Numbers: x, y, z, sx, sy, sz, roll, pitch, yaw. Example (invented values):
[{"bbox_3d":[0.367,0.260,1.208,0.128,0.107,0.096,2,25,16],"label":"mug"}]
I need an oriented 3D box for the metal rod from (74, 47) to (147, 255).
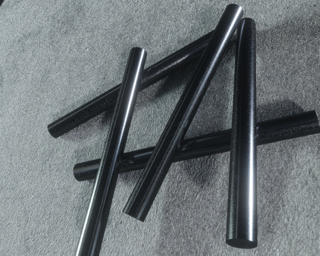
[{"bbox_3d":[-0.056,0.022,0.386,0.025,0.025,0.300,-4,60,26],"label":"metal rod"}]

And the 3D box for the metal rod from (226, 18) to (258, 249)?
[{"bbox_3d":[0.093,-0.024,0.340,0.025,0.025,0.300,-7,50,25],"label":"metal rod"}]

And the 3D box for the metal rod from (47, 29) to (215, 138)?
[{"bbox_3d":[-0.038,-0.064,0.463,0.300,0.025,0.025,-28,52,10],"label":"metal rod"}]

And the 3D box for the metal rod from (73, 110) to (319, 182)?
[{"bbox_3d":[0.026,0.027,0.373,0.301,0.025,0.025,-14,56,20],"label":"metal rod"}]

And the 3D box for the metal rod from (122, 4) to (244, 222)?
[{"bbox_3d":[0.037,-0.033,0.373,0.025,0.025,0.300,14,67,34],"label":"metal rod"}]
